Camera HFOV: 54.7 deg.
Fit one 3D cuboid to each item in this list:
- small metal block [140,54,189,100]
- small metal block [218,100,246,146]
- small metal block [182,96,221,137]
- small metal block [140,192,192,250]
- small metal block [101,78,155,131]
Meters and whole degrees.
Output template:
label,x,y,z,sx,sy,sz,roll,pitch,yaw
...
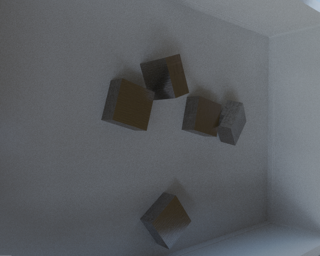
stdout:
label,x,y,z,sx,sy,sz,roll,pitch,yaw
small metal block,0.005,-0.064,0.397,0.025,0.050,0.050,-25,106,-38
small metal block,0.114,-0.008,0.494,0.050,0.025,0.050,-60,146,-23
small metal block,0.063,-0.016,0.462,0.050,0.025,0.050,16,80,-39
small metal block,0.009,0.124,0.416,0.050,0.025,0.050,-44,117,-31
small metal block,-0.038,-0.027,0.377,0.050,0.025,0.050,19,78,-39
